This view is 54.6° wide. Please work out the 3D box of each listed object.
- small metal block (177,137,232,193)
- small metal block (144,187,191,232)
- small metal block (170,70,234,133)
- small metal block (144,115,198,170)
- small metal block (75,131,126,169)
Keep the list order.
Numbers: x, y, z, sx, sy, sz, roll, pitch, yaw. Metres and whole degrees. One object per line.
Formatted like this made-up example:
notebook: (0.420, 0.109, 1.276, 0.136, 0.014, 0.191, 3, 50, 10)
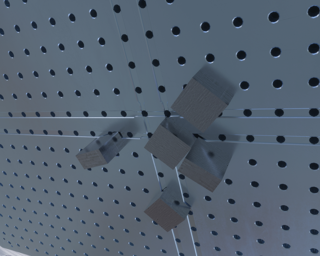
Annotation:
small metal block: (0.058, 0.045, 0.393, 0.050, 0.050, 0.025, 31, 129, 8)
small metal block: (0.011, 0.129, 0.486, 0.050, 0.025, 0.050, 41, 129, 0)
small metal block: (0.049, -0.031, 0.367, 0.050, 0.025, 0.050, 38, 129, 2)
small metal block: (0.014, 0.020, 0.417, 0.050, 0.025, 0.050, 37, 129, 3)
small metal block: (-0.088, 0.033, 0.463, 0.050, 0.050, 0.025, -16, 110, 35)
